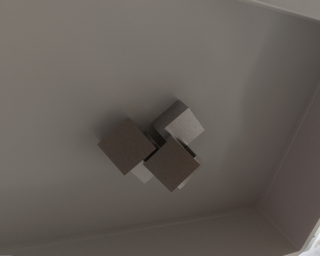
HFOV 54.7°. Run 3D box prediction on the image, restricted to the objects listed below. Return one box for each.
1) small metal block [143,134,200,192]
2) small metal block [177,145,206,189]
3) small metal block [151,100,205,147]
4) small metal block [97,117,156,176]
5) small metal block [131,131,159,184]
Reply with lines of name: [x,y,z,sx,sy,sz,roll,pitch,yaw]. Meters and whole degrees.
small metal block: [0.014,0.044,0.395,0.050,0.025,0.050,-44,96,2]
small metal block: [0.028,0.048,0.437,0.050,0.050,0.025,-46,130,4]
small metal block: [0.025,-0.001,0.421,0.050,0.025,0.050,-41,130,-1]
small metal block: [-0.040,0.022,0.384,0.050,0.025,0.050,-41,91,-1]
small metal block: [-0.020,0.040,0.422,0.050,0.025,0.050,-41,130,-1]
